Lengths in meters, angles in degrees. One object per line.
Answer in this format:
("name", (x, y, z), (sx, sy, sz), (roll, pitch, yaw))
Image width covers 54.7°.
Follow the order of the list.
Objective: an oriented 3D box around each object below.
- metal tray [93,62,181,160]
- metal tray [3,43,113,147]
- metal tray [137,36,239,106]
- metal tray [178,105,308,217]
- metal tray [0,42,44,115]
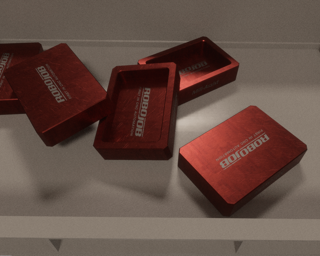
("metal tray", (-0.025, -0.024, 0.396), (0.090, 0.030, 0.130), (-1, 58, 14))
("metal tray", (-0.131, -0.048, 0.393), (0.090, 0.030, 0.130), (-32, 57, -16))
("metal tray", (0.043, -0.089, 0.476), (0.131, 0.030, 0.090), (-25, 55, -20))
("metal tray", (0.098, 0.034, 0.375), (0.131, 0.030, 0.090), (-29, 56, -23))
("metal tray", (-0.230, -0.077, 0.463), (0.091, 0.030, 0.130), (-3, 50, -3))
